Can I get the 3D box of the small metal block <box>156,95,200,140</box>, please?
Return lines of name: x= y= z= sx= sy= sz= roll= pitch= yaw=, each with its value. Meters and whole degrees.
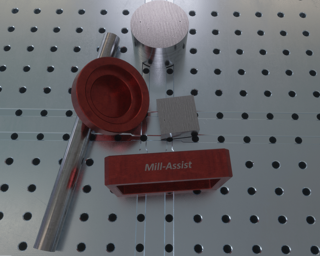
small metal block: x=0.023 y=-0.014 z=0.417 sx=0.050 sy=0.025 sz=0.050 roll=-7 pitch=70 yaw=-3

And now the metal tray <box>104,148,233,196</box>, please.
metal tray: x=0.008 y=0.054 z=0.357 sx=0.131 sy=0.090 sz=0.030 roll=-4 pitch=70 yaw=-2

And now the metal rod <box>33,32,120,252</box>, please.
metal rod: x=-0.103 y=0.004 z=0.409 sx=0.025 sy=0.025 sz=0.299 roll=11 pitch=70 yaw=4

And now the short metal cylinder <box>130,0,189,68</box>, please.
short metal cylinder: x=0.000 y=-0.135 z=0.448 sx=0.081 sy=0.050 sz=0.080 roll=0 pitch=70 yaw=0

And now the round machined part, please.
round machined part: x=-0.066 y=-0.038 z=0.401 sx=0.099 sy=0.042 sz=0.098 roll=8 pitch=76 yaw=-32
